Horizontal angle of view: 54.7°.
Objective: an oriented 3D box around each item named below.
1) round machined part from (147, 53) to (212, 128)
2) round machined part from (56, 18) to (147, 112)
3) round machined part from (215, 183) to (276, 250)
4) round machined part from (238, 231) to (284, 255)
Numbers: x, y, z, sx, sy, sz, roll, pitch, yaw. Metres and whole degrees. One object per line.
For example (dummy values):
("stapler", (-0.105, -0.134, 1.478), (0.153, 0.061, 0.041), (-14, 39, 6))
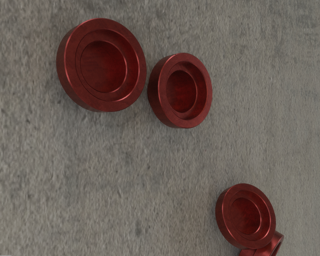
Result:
("round machined part", (0.022, -0.048, 0.414), (0.099, 0.042, 0.097), (0, 90, -40))
("round machined part", (-0.066, -0.065, 0.340), (0.099, 0.042, 0.097), (0, 90, -40))
("round machined part", (0.129, 0.140, 0.488), (0.099, 0.042, 0.098), (11, 61, -20))
("round machined part", (0.164, 0.211, 0.519), (0.099, 0.042, 0.097), (-35, 139, -36))
